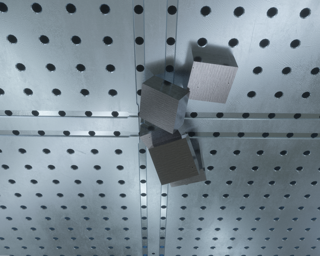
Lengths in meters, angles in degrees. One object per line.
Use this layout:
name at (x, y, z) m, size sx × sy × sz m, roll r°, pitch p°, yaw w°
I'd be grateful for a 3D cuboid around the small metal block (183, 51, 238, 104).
small metal block at (0.057, -0.059, 0.363) m, size 0.050 × 0.025 × 0.050 m, roll 6°, pitch 130°, yaw -6°

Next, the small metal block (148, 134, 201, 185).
small metal block at (0.019, 0.040, 0.399) m, size 0.050 × 0.025 × 0.050 m, roll -18°, pitch 96°, yaw 14°

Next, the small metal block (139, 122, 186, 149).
small metal block at (0.007, 0.012, 0.422) m, size 0.050 × 0.025 × 0.050 m, roll -20°, pitch 128°, yaw 16°

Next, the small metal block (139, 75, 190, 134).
small metal block at (0.004, -0.028, 0.372) m, size 0.050 × 0.025 × 0.050 m, roll 27°, pitch 133°, yaw 21°

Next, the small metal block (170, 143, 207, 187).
small metal block at (0.036, 0.052, 0.441) m, size 0.050 × 0.050 × 0.025 m, roll -13°, pitch 129°, yaw 11°
